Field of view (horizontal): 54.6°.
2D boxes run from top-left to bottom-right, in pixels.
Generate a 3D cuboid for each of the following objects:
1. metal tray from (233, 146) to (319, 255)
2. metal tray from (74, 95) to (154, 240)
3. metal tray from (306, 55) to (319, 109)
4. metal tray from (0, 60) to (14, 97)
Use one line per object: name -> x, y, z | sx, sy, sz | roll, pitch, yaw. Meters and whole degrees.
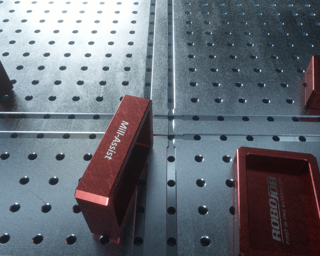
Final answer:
metal tray -> 0.127, 0.084, 0.334 | 0.090, 0.030, 0.130 | 6, 50, 5
metal tray -> -0.041, 0.039, 0.332 | 0.030, 0.090, 0.130 | 12, 51, 10
metal tray -> 0.287, -0.059, 0.454 | 0.130, 0.030, 0.090 | 13, 51, 11
metal tray -> -0.281, -0.108, 0.454 | 0.130, 0.090, 0.030 | 30, 57, 23
